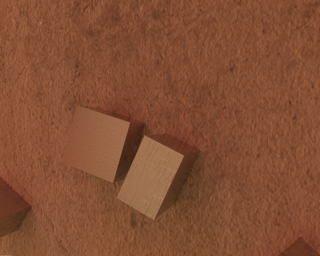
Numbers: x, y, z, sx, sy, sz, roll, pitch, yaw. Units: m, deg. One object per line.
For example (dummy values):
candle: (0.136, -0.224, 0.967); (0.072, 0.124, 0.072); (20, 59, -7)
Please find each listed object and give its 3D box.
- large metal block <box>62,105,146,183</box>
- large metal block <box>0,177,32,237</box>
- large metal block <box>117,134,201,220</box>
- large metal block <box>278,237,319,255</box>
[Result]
large metal block: (-0.076, 0.019, 0.421); (0.080, 0.050, 0.080); (18, 96, 18)
large metal block: (-0.262, 0.123, 0.470); (0.080, 0.080, 0.050); (36, 102, 16)
large metal block: (0.002, 0.054, 0.378); (0.050, 0.080, 0.080); (27, 99, 18)
large metal block: (0.143, 0.174, 0.329); (0.050, 0.080, 0.080); (46, 104, 14)
